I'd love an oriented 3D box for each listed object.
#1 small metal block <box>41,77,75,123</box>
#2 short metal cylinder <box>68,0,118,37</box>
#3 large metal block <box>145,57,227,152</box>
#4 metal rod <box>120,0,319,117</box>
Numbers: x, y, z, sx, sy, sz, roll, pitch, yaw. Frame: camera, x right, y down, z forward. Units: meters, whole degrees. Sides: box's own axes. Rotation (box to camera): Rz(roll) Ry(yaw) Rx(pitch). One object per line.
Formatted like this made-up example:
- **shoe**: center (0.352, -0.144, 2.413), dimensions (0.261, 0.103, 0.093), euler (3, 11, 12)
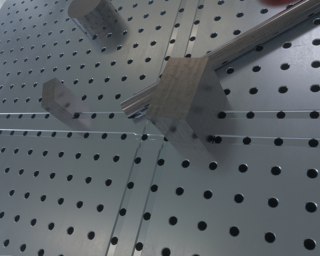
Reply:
- **small metal block**: center (-0.165, -0.045, 0.507), dimensions (0.025, 0.050, 0.050), euler (-22, 54, 15)
- **short metal cylinder**: center (-0.129, -0.223, 0.597), dimensions (0.080, 0.050, 0.080), euler (-13, 56, 21)
- **large metal block**: center (0.035, -0.027, 0.371), dimensions (0.050, 0.080, 0.080), euler (8, 66, 32)
- **metal rod**: center (0.080, -0.096, 0.425), dimensions (0.300, 0.025, 0.025), euler (-28, 52, 10)
